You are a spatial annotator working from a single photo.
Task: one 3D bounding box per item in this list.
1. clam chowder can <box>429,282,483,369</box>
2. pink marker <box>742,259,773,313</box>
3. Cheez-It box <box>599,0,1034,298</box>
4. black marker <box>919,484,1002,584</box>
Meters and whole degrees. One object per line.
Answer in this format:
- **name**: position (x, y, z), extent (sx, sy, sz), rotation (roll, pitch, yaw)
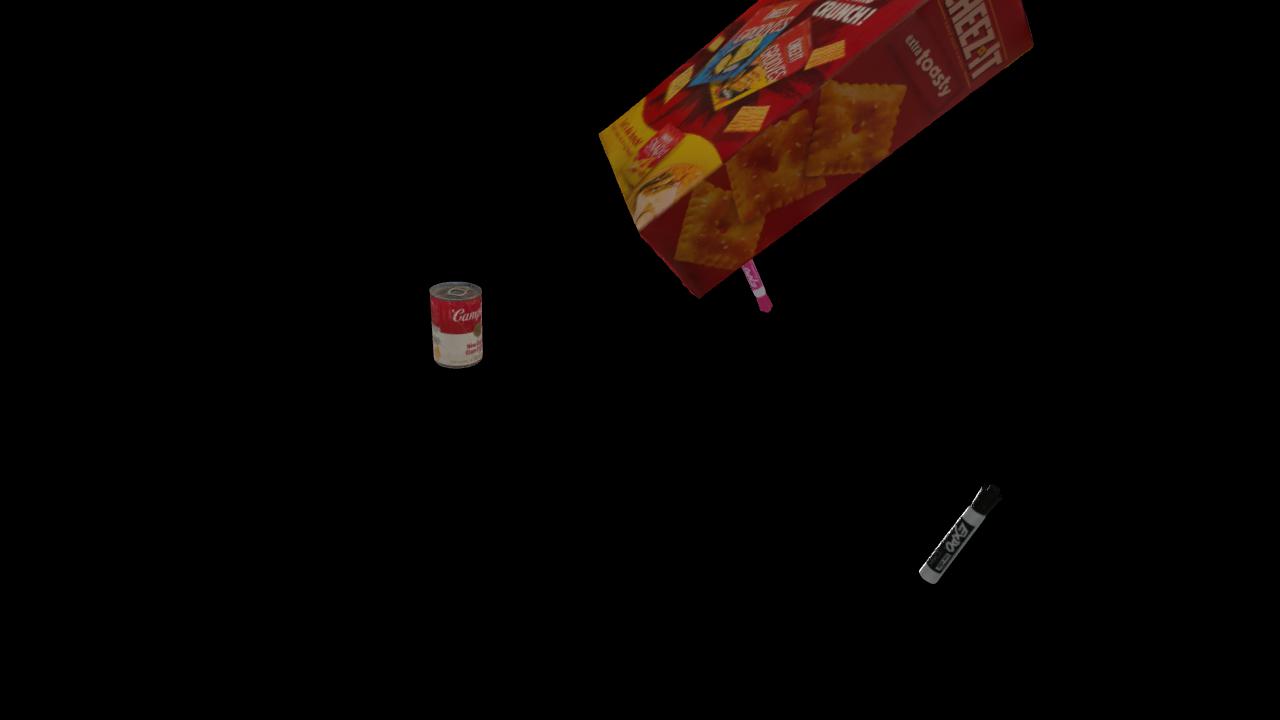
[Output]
- **clam chowder can**: position (-0.249, -0.048, 0.836), extent (0.068, 0.102, 0.068), rotation (5, 26, -3)
- **pink marker**: position (0.155, -0.117, 0.851), extent (0.020, 0.121, 0.020), rotation (-24, 26, 12)
- **Cheez-It box**: position (0.086, -0.164, 0.389), extent (0.223, 0.166, 0.071), rotation (-36, -53, 15)
- **black marker**: position (0.308, 0.167, 0.591), extent (0.020, 0.121, 0.020), rotation (16, 27, -8)
